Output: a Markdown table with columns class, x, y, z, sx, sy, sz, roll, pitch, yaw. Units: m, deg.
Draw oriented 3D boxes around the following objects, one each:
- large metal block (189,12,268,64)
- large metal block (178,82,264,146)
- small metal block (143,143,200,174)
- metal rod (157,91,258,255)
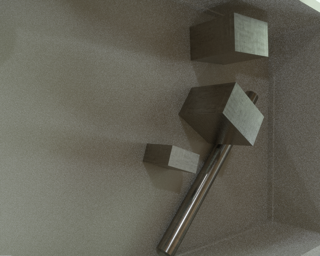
| class | x | y | z | sx | sy | sz | roll | pitch | yaw |
| --- | --- | --- | --- | --- | --- | --- | --- | --- | --- |
| large metal block | 0.102 | -0.128 | 0.458 | 0.081 | 0.080 | 0.050 | -4 | 93 | -40 |
| large metal block | 0.088 | -0.018 | 0.447 | 0.080 | 0.080 | 0.050 | 41 | 65 | -33 |
| small metal block | 0.014 | 0.040 | 0.405 | 0.050 | 0.050 | 0.025 | 22 | 77 | -38 |
| metal rod | 0.084 | 0.055 | 0.479 | 0.025 | 0.025 | 0.301 | 50 | 61 | -29 |
